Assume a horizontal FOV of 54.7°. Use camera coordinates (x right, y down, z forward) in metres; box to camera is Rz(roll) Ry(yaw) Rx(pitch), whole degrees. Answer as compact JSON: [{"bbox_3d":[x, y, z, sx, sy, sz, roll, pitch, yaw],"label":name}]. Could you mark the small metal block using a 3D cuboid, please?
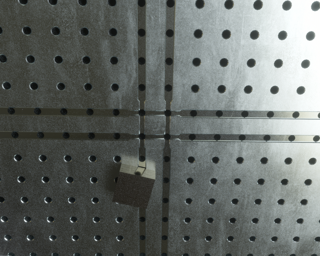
[{"bbox_3d":[-0.037,0.083,0.444,0.050,0.025,0.050,14,109,-6],"label":"small metal block"}]
